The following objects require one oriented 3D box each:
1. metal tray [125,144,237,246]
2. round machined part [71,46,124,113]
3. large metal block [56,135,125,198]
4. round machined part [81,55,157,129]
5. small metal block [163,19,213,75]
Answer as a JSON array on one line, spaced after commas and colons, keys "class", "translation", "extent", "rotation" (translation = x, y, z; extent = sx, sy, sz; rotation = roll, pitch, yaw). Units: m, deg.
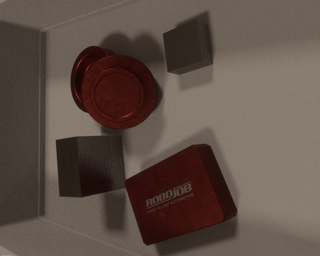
[{"class": "metal tray", "translation": [0.020, 0.085, 0.386], "extent": [0.130, 0.030, 0.090], "rotation": [-32, 71, 35]}, {"class": "round machined part", "translation": [-0.088, -0.070, 0.466], "extent": [0.098, 0.042, 0.097], "rotation": [0, 90, 39]}, {"class": "large metal block", "translation": [-0.099, 0.053, 0.450], "extent": [0.050, 0.081, 0.080], "rotation": [-9, 85, 39]}, {"class": "round machined part", "translation": [-0.053, -0.045, 0.402], "extent": [0.099, 0.042, 0.097], "rotation": [-1, 104, -2]}, {"class": "small metal block", "translation": [0.034, -0.097, 0.378], "extent": [0.050, 0.025, 0.050], "rotation": [-11, 83, 39]}]
